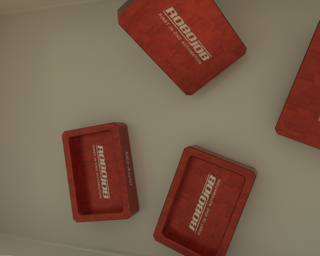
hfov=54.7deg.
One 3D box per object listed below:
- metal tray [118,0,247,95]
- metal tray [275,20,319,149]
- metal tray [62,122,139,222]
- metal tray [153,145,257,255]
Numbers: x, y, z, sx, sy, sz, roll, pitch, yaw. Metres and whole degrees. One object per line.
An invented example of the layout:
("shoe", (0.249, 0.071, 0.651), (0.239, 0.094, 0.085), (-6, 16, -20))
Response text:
("metal tray", (0.027, -0.109, 0.354), (0.090, 0.030, 0.130), (-38, 123, 16))
("metal tray", (0.190, -0.041, 0.328), (0.090, 0.030, 0.129), (22, 108, 18))
("metal tray", (-0.084, 0.062, 0.437), (0.090, 0.030, 0.129), (-10, 87, 19))
("metal tray", (0.055, 0.096, 0.388), (0.090, 0.030, 0.129), (21, 97, 18))
